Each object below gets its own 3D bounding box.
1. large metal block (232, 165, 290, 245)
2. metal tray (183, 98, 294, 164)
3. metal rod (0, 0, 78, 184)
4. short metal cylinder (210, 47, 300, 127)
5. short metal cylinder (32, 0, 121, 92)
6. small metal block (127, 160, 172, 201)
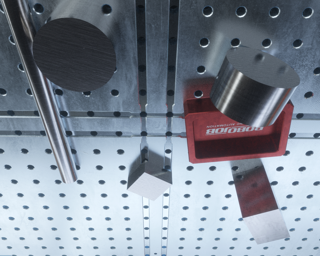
[{"bbox_3d":[0.155,0.119,0.478,0.050,0.080,0.080,-21,127,16],"label":"large metal block"},{"bbox_3d":[0.100,0.001,0.410,0.131,0.030,0.089,-6,130,4],"label":"metal tray"},{"bbox_3d":[-0.141,-0.038,0.377,0.025,0.025,0.298,-1,130,1],"label":"metal rod"},{"bbox_3d":[0.101,-0.046,0.337,0.081,0.080,0.050,11,129,-9],"label":"short metal cylinder"},{"bbox_3d":[-0.083,-0.085,0.322,0.081,0.050,0.079,0,130,0],"label":"short metal cylinder"},{"bbox_3d":[-0.016,0.083,0.482,0.050,0.025,0.050,28,125,-22],"label":"small metal block"}]
